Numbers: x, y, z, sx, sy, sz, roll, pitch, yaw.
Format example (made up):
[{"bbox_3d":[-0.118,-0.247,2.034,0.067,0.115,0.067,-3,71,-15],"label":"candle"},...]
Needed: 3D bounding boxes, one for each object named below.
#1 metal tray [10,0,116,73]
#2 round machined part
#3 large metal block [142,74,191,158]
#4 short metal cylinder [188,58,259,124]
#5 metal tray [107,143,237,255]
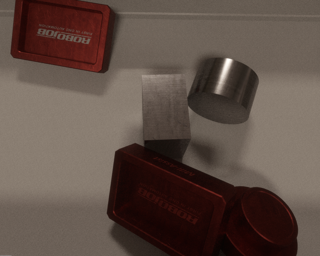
[{"bbox_3d":[-0.135,-0.132,0.432,0.131,0.030,0.089,10,99,3],"label":"metal tray"},{"bbox_3d":[0.109,0.104,0.339,0.099,0.042,0.098,16,41,-14],"label":"round machined part"},{"bbox_3d":[0.004,-0.011,0.383,0.050,0.080,0.080,-2,69,-4],"label":"large metal block"},{"bbox_3d":[0.080,-0.045,0.398,0.080,0.080,0.050,19,71,6],"label":"short metal cylinder"},{"bbox_3d":[0.006,0.080,0.329,0.130,0.030,0.089,21,112,28],"label":"metal tray"}]
